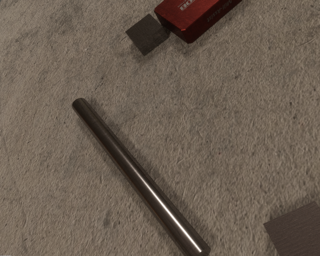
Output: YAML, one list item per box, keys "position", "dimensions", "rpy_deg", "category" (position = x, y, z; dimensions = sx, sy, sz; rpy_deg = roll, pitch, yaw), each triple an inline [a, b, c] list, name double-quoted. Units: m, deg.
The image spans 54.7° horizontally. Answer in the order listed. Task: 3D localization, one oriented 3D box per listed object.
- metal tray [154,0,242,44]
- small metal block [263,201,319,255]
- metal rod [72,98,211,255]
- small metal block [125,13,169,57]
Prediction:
- position: [0.066, -0.201, 0.489]
  dimensions: [0.130, 0.030, 0.090]
  rpy_deg: [-41, 51, 0]
  category: "metal tray"
- position: [0.129, 0.101, 0.275]
  dimensions: [0.050, 0.025, 0.050]
  rpy_deg: [-28, 52, 10]
  category: "small metal block"
- position: [-0.044, 0.045, 0.397]
  dimensions: [0.025, 0.025, 0.300]
  rpy_deg: [-44, 51, -2]
  category: "metal rod"
- position: [-0.022, -0.153, 0.508]
  dimensions: [0.050, 0.025, 0.050]
  rpy_deg: [-37, 51, 3]
  category: "small metal block"
